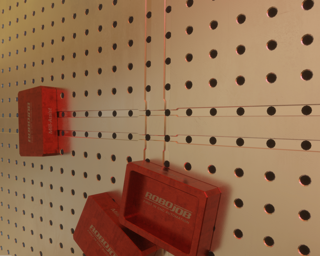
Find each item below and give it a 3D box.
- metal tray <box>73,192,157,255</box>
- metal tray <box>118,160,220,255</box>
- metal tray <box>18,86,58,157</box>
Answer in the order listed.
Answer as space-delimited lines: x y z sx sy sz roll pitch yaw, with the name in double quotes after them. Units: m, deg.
-0.073 0.171 0.464 0.130 0.030 0.089 37 112 33 "metal tray"
0.006 0.102 0.398 0.130 0.030 0.089 15 100 38 "metal tray"
-0.237 -0.011 0.598 0.090 0.030 0.129 -4 87 39 "metal tray"
